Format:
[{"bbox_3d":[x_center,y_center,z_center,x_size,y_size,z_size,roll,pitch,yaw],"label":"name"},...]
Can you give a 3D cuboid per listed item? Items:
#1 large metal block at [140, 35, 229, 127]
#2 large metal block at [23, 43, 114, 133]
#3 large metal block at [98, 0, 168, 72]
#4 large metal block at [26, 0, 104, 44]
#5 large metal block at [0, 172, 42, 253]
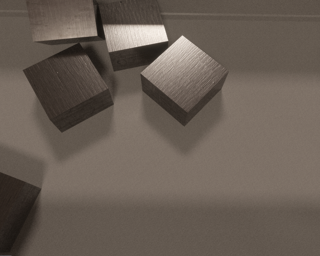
[{"bbox_3d":[0.032,-0.063,0.420,0.080,0.050,0.080,42,75,13],"label":"large metal block"},{"bbox_3d":[-0.120,-0.053,0.414,0.080,0.050,0.080,-30,73,-11],"label":"large metal block"},{"bbox_3d":[-0.037,-0.136,0.446,0.081,0.050,0.080,-12,71,-5],"label":"large metal block"},{"bbox_3d":[-0.124,-0.145,0.424,0.081,0.080,0.050,-6,102,-3],"label":"large metal block"},{"bbox_3d":[-0.202,0.091,0.361,0.080,0.050,0.080,19,71,6],"label":"large metal block"}]
